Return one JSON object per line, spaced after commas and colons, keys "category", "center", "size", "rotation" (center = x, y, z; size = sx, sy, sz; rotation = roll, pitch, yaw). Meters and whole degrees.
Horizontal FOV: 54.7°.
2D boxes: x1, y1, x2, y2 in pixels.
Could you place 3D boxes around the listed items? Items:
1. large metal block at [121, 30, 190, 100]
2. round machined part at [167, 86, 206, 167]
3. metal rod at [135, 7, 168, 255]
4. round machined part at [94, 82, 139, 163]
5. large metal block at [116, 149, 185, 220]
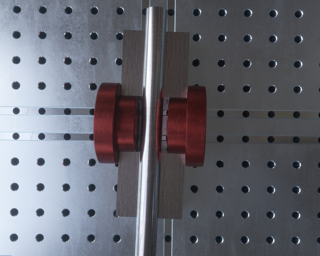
{"category": "large metal block", "center": [-0.006, -0.078, 0.400], "size": [0.081, 0.050, 0.079], "rotation": [2, 90, 0]}
{"category": "round machined part", "center": [0.032, -0.002, 0.377], "size": [0.042, 0.098, 0.097], "rotation": [2, 90, 5]}
{"category": "metal rod", "center": [-0.010, 0.011, 0.363], "size": [0.025, 0.025, 0.298], "rotation": [3, 90, 0]}
{"category": "round machined part", "center": [-0.049, -0.006, 0.376], "size": [0.042, 0.098, 0.097], "rotation": [2, 90, 0]}
{"category": "large metal block", "center": [-0.011, 0.069, 0.400], "size": [0.081, 0.050, 0.080], "rotation": [3, 90, 0]}
